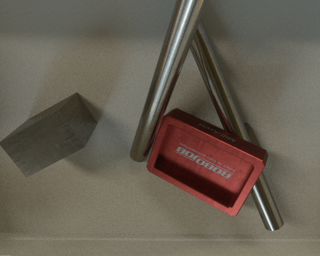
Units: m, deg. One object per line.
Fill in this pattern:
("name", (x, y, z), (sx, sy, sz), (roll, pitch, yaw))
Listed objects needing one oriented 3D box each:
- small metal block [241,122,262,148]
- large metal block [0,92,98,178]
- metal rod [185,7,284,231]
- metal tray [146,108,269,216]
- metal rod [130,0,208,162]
("small metal block", (0.110, 0.028, 0.423), (0.050, 0.025, 0.050), (-28, 108, 9))
("large metal block", (-0.132, 0.005, 0.382), (0.080, 0.080, 0.050), (-27, 108, 9))
("metal rod", (0.092, -0.004, 0.388), (0.025, 0.025, 0.299), (-23, 100, 8))
("metal tray", (0.055, 0.042, 0.391), (0.130, 0.030, 0.089), (26, 120, 14))
("metal rod", (0.007, -0.057, 0.317), (0.025, 0.025, 0.298), (15, 138, -6))
